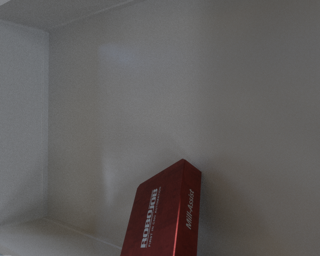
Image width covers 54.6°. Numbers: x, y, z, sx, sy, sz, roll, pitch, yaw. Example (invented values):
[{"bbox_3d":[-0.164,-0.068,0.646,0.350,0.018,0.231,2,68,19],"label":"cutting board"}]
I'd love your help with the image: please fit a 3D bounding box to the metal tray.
[{"bbox_3d":[0.001,0.106,0.351,0.090,0.030,0.130,-36,26,34],"label":"metal tray"}]
